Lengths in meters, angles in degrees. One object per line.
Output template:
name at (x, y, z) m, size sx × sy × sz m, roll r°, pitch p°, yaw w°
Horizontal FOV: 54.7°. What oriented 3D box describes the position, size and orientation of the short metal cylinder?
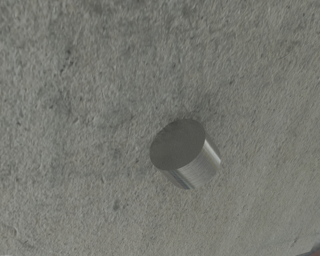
short metal cylinder at (0.034, 0.034, 0.413) m, size 0.080 × 0.080 × 0.050 m, roll -41°, pitch 130°, yaw -1°
